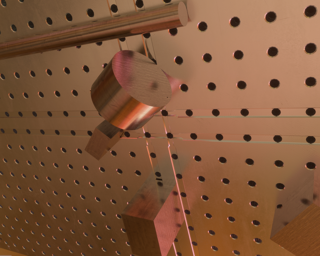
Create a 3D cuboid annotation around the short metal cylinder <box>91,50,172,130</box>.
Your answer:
[{"bbox_3d":[-0.033,-0.044,0.365,0.080,0.080,0.050,46,129,-4],"label":"short metal cylinder"}]

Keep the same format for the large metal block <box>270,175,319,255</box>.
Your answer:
[{"bbox_3d":[0.192,0.116,0.366,0.080,0.050,0.079,32,128,7],"label":"large metal block"}]

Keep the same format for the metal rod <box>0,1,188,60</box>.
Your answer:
[{"bbox_3d":[-0.109,-0.117,0.394,0.300,0.025,0.025,-1,118,28],"label":"metal rod"}]

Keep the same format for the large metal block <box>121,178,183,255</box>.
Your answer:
[{"bbox_3d":[-0.008,0.134,0.462,0.050,0.080,0.079,4,120,26],"label":"large metal block"}]

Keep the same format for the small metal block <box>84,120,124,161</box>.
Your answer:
[{"bbox_3d":[-0.075,0.011,0.439,0.025,0.050,0.050,37,129,3],"label":"small metal block"}]
